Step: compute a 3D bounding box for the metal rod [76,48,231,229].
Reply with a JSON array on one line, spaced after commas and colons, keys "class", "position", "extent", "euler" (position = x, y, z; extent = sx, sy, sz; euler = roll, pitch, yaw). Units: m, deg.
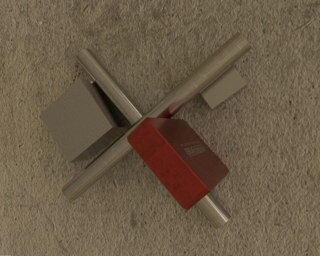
[{"class": "metal rod", "position": [-0.016, 0.005, 0.415], "extent": [0.025, 0.025, 0.300], "euler": [-44, 77, 14]}]

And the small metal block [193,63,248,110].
[{"class": "small metal block", "position": [0.073, -0.057, 0.384], "extent": [0.050, 0.025, 0.050], "euler": [-37, 79, 16]}]

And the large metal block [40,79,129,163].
[{"class": "large metal block", "position": [-0.104, -0.009, 0.431], "extent": [0.080, 0.050, 0.080], "euler": [-38, 78, 15]}]

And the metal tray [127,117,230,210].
[{"class": "metal tray", "position": [0.027, 0.032, 0.343], "extent": [0.030, 0.130, 0.090], "euler": [-44, 76, 15]}]

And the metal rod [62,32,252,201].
[{"class": "metal rod", "position": [-0.014, -0.005, 0.387], "extent": [0.299, 0.025, 0.025], "euler": [-41, 78, 15]}]
